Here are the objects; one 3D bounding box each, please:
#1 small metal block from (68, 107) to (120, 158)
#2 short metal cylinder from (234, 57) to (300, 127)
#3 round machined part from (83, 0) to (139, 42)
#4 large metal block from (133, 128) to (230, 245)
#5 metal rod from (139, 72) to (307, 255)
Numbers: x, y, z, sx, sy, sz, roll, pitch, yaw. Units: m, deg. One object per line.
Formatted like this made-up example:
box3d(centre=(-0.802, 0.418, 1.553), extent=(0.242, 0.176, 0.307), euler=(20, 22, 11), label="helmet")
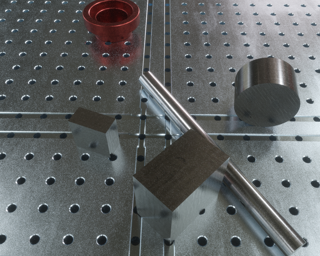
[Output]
box3d(centre=(-0.081, 0.006, 0.385), extent=(0.050, 0.050, 0.025), euler=(17, 52, 14), label="small metal block")
box3d(centre=(0.141, -0.046, 0.413), extent=(0.080, 0.080, 0.050), euler=(8, 51, 6), label="short metal cylinder")
box3d(centre=(-0.085, -0.191, 0.556), extent=(0.099, 0.042, 0.098), euler=(0, 50, 0), label="round machined part")
box3d(centre=(0.021, 0.061, 0.321), extent=(0.050, 0.080, 0.080), euler=(38, 59, 27), label="large metal block")
box3d(centre=(0.057, 0.023, 0.388), extent=(0.025, 0.025, 0.300), euler=(-25, 55, -20), label="metal rod")
